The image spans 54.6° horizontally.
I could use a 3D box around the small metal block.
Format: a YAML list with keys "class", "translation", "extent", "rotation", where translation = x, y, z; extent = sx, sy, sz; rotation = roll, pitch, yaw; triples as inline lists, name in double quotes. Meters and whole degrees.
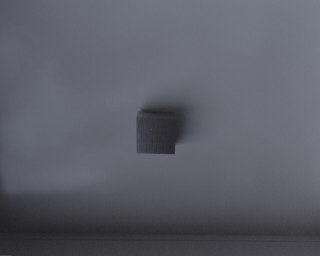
- class: "small metal block"
  translation: [-0.005, 0.006, 0.409]
  extent: [0.050, 0.025, 0.050]
  rotation: [2, 110, -1]
